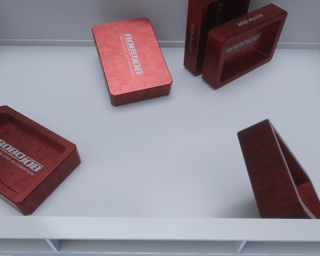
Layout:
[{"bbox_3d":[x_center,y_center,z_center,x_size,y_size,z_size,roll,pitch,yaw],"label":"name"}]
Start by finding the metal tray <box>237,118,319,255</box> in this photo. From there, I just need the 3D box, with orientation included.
[{"bbox_3d":[0.122,0.061,0.289,0.030,0.130,0.090,-28,43,25],"label":"metal tray"}]

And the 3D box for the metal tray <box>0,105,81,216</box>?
[{"bbox_3d":[-0.175,0.033,0.371,0.130,0.030,0.090,26,54,20],"label":"metal tray"}]

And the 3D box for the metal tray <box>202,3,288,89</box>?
[{"bbox_3d":[0.126,-0.123,0.467,0.131,0.089,0.030,-29,56,-22],"label":"metal tray"}]

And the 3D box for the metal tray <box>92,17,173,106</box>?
[{"bbox_3d":[-0.044,-0.103,0.466,0.091,0.030,0.130,-14,67,-12],"label":"metal tray"}]

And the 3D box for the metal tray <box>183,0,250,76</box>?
[{"bbox_3d":[0.084,-0.149,0.463,0.091,0.129,0.030,-27,55,-21],"label":"metal tray"}]
